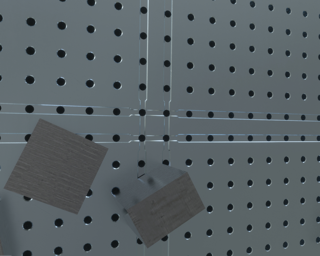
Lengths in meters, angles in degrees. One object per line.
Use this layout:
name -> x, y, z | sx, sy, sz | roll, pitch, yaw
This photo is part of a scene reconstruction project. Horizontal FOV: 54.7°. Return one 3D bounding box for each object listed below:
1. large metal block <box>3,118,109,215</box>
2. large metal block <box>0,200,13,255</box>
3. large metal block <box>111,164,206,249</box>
large metal block -> -0.117, 0.042, 0.356 | 0.080, 0.050, 0.080 | 27, 81, -19
large metal block -> -0.206, 0.130, 0.324 | 0.081, 0.050, 0.079 | -11, 94, -20
large metal block -> -0.005, 0.090, 0.383 | 0.080, 0.080, 0.050 | -29, 100, -18
